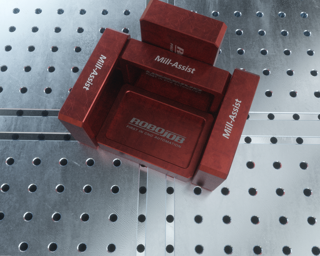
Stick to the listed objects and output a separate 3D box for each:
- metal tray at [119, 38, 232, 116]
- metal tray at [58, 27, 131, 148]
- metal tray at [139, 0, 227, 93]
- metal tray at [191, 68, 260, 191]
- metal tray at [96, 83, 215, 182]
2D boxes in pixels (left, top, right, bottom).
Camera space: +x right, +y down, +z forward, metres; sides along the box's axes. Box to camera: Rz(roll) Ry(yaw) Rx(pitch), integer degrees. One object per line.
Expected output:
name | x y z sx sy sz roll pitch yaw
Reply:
metal tray | 0.017 -0.058 0.398 0.130 0.090 0.030 21 72 7
metal tray | -0.074 -0.048 0.394 0.030 0.090 0.130 21 71 7
metal tray | 0.025 -0.093 0.389 0.090 0.130 0.030 21 72 7
metal tray | 0.078 0.005 0.375 0.030 0.090 0.130 21 71 7
metal tray | -0.005 0.005 0.407 0.130 0.030 0.090 21 71 7
